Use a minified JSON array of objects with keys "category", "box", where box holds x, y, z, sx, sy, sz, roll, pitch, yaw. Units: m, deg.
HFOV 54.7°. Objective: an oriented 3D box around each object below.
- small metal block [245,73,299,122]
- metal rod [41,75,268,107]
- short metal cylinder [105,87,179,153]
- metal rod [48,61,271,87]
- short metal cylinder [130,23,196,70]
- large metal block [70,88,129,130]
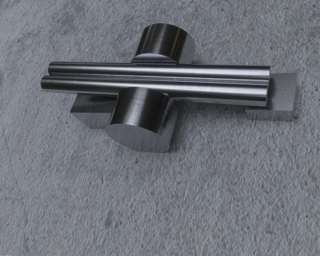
[{"category":"small metal block","box":[0.131,-0.035,0.359,0.050,0.025,0.050,3,63,30]},{"category":"metal rod","box":[-0.023,-0.049,0.390,0.301,0.025,0.025,6,64,22]},{"category":"short metal cylinder","box":[-0.021,-0.008,0.386,0.080,0.080,0.050,2,63,29]},{"category":"metal rod","box":[-0.017,-0.071,0.400,0.301,0.025,0.025,6,64,22]},{"category":"short metal cylinder","box":[0.005,-0.096,0.426,0.080,0.080,0.050,2,63,29]},{"category":"large metal block","box":[-0.072,-0.044,0.454,0.080,0.050,0.080,2,63,29]}]
